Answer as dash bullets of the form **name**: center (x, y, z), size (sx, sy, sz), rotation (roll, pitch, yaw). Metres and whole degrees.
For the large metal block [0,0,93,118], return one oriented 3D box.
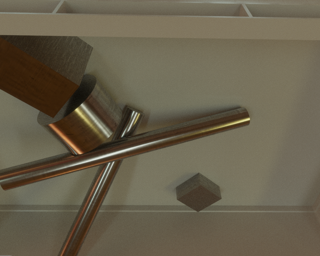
- **large metal block**: center (-0.122, -0.070, 0.312), size (0.080, 0.080, 0.050), rotation (33, 123, -25)

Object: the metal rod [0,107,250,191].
- **metal rod**: center (-0.035, 0.022, 0.377), size (0.302, 0.025, 0.025), rotation (-14, 131, -9)

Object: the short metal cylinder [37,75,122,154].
- **short metal cylinder**: center (-0.092, -0.016, 0.358), size (0.080, 0.080, 0.050), rotation (-23, 127, 18)

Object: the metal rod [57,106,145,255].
- **metal rod**: center (-0.095, 0.110, 0.416), size (0.025, 0.025, 0.298), rotation (23, 100, -19)

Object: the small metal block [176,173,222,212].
- **small metal block**: center (0.062, 0.105, 0.499), size (0.050, 0.025, 0.050), rotation (36, 121, -27)
